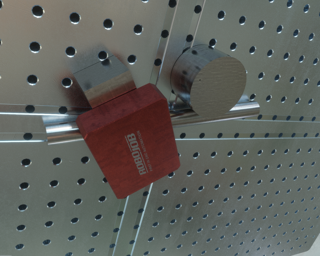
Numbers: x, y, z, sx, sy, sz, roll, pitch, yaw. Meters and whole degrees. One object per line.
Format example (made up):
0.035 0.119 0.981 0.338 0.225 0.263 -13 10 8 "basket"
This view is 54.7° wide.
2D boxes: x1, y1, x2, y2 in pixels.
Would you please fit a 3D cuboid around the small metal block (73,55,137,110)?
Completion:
-0.060 -0.049 0.332 0.050 0.050 0.025 -28 128 -11 "small metal block"

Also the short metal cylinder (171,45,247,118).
0.061 -0.059 0.393 0.081 0.050 0.079 -14 125 -21 "short metal cylinder"

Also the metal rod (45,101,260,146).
0.008 -0.011 0.411 0.303 0.025 0.025 -8 122 -25 "metal rod"

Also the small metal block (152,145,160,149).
-0.019 0.041 0.426 0.050 0.025 0.050 -21 127 -16 "small metal block"

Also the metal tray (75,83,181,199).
-0.029 0.021 0.356 0.091 0.030 0.129 -27 139 -11 "metal tray"
